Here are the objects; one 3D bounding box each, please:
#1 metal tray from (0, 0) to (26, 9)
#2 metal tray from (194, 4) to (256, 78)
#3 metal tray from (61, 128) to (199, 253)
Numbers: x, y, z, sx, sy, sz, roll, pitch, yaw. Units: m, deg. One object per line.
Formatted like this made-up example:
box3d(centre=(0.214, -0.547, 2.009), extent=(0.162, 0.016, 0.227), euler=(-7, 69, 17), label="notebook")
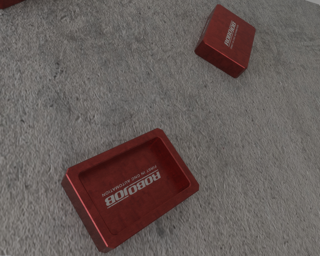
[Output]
box3d(centre=(-0.201, -0.225, 0.429), extent=(0.090, 0.030, 0.131), euler=(41, 51, 0), label="metal tray")
box3d(centre=(0.122, -0.160, 0.564), extent=(0.090, 0.030, 0.130), euler=(30, 52, -9), label="metal tray")
box3d(centre=(-0.029, 0.063, 0.346), extent=(0.131, 0.030, 0.090), euler=(-25, 75, -37), label="metal tray")
